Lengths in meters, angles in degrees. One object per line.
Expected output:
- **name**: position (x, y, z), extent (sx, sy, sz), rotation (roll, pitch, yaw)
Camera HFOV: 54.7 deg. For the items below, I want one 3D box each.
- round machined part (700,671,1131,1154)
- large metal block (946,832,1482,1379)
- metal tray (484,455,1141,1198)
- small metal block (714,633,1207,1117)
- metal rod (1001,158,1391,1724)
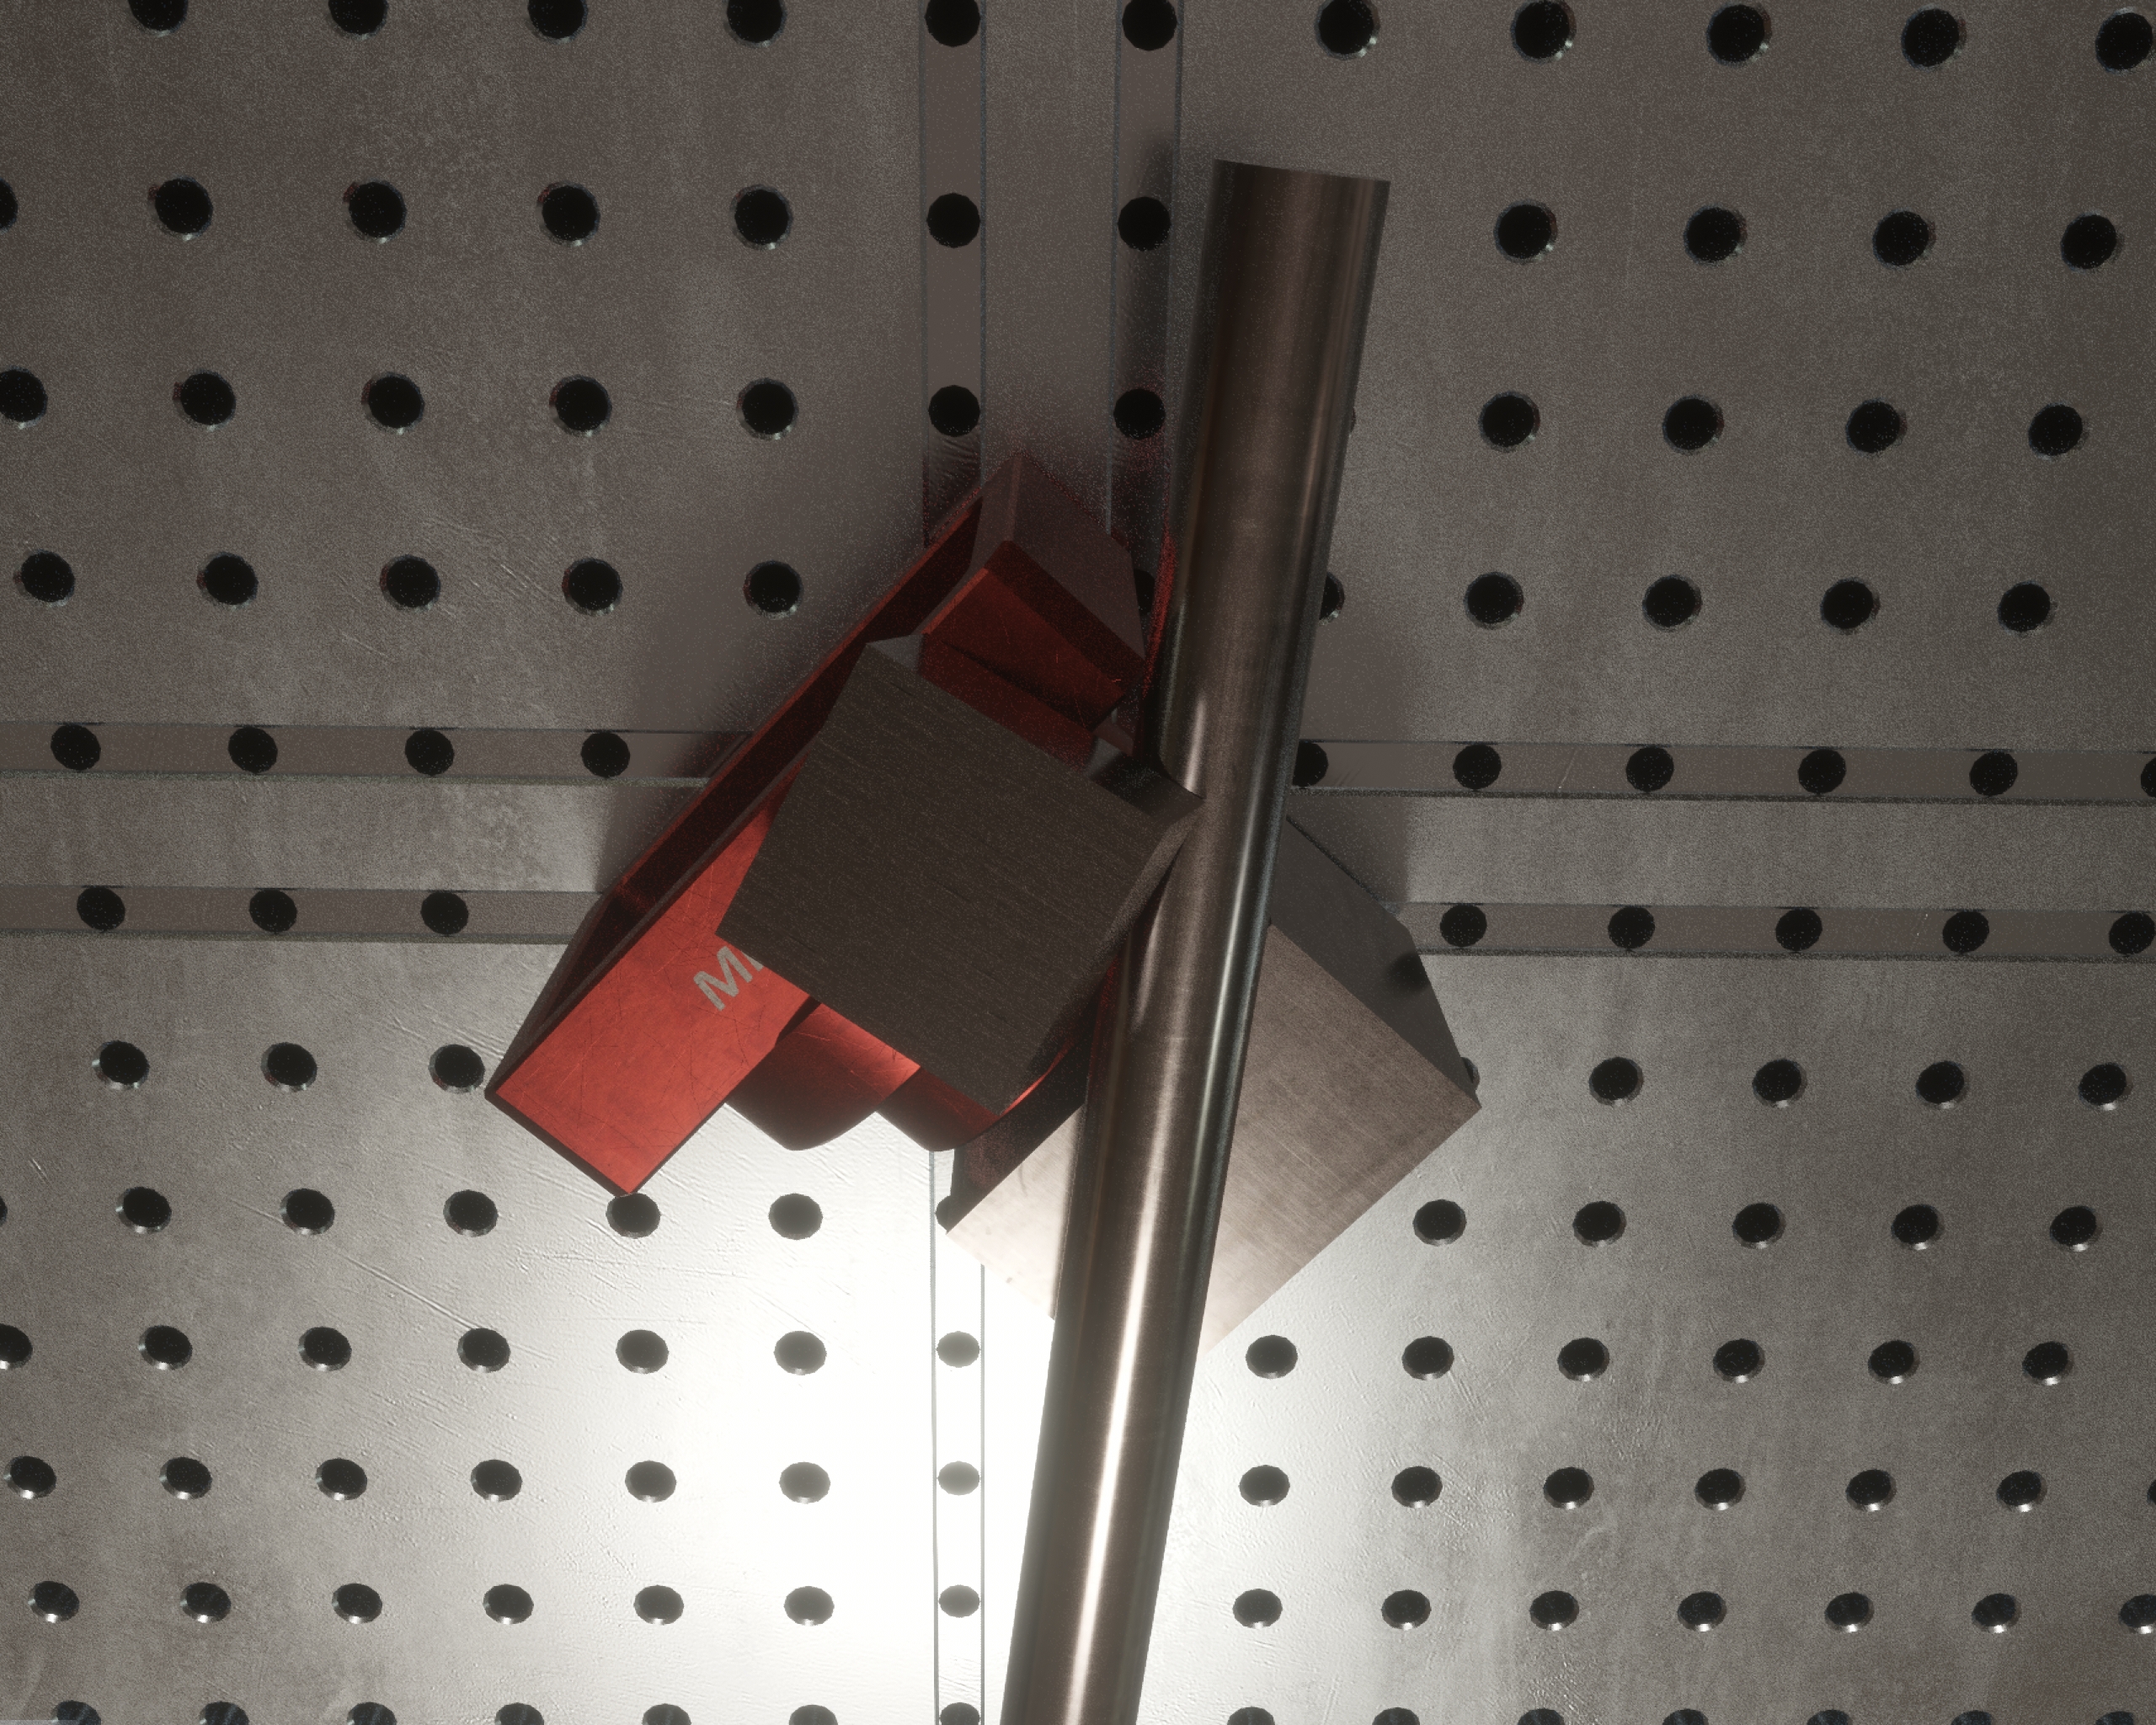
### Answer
- **round machined part**: position (-0.022, 0.014, 0.384), extent (0.042, 0.098, 0.098), rotation (41, 105, -14)
- **large metal block**: position (0.023, 0.039, 0.396), extent (0.050, 0.080, 0.080), rotation (41, 105, -14)
- **metal tray**: position (-0.045, -0.010, 0.374), extent (0.030, 0.090, 0.130), rotation (42, 105, -14)
- **small metal block**: position (-0.017, 0.001, 0.309), extent (0.050, 0.025, 0.050), rotation (32, 106, 8)
- **metal rod**: position (0.013, 0.041, 0.343), extent (0.025, 0.025, 0.298), rotation (6, 110, -3)
